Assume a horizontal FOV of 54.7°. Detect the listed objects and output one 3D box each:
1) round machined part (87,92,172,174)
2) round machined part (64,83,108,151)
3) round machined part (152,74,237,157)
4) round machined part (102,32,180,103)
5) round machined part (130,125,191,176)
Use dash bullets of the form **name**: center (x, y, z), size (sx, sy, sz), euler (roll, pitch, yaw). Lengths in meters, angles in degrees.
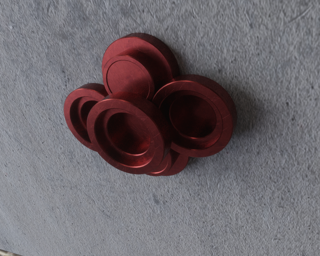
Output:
- **round machined part**: center (-0.031, 0.002, 0.359), size (0.098, 0.042, 0.097), euler (13, 124, 20)
- **round machined part**: center (-0.079, -0.017, 0.427), size (0.098, 0.042, 0.097), euler (13, 124, 20)
- **round machined part**: center (0.042, -0.017, 0.364), size (0.098, 0.042, 0.097), euler (13, 124, 20)
- **round machined part**: center (-0.029, -0.061, 0.373), size (0.098, 0.042, 0.097), euler (13, 124, 20)
- **round machined part**: center (-0.007, 0.026, 0.415), size (0.098, 0.042, 0.097), euler (13, 124, 20)
